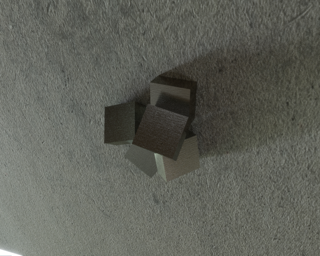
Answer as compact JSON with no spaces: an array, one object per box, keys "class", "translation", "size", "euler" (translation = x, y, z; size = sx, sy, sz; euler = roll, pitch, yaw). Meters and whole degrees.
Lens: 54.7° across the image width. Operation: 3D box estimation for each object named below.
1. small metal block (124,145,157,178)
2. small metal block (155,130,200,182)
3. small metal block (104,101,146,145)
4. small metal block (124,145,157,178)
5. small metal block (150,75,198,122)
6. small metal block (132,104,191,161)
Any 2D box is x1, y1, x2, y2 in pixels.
[{"class":"small metal block","translation":[-0.015,0.035,0.436],"size":[0.050,0.025,0.050],"euler":[39,129,2]},{"class":"small metal block","translation":[0.022,0.034,0.398],"size":[0.025,0.050,0.050],"euler":[38,143,55]},{"class":"small metal block","translation":[-0.046,-0.005,0.412],"size":[0.050,0.025,0.050],"euler":[-8,77,31]},{"class":"small metal block","translation":[-0.015,0.035,0.436],"size":[0.050,0.025,0.050],"euler":[39,129,1]},{"class":"small metal block","translation":[0.016,-0.033,0.378],"size":[0.050,0.025,0.050],"euler":[13,124,20]},{"class":"small metal block","translation":[0.003,0.006,0.359],"size":[0.050,0.025,0.050],"euler":[20,82,16]}]
